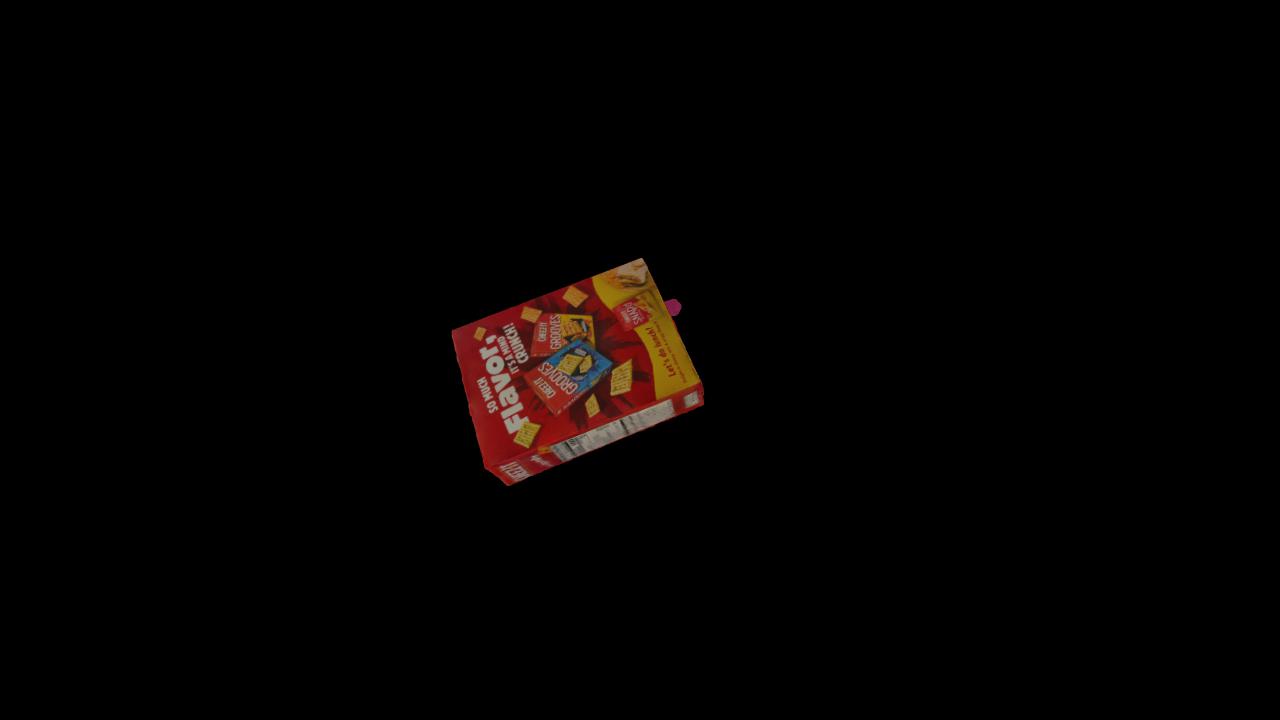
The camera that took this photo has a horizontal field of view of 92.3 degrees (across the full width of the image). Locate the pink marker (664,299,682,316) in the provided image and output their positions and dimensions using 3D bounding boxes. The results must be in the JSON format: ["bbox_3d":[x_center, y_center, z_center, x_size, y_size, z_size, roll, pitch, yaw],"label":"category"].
[{"bbox_3d":[-0.003,-0.052,0.706,0.121,0.020,0.020,-8,-5,40],"label":"pink marker"}]

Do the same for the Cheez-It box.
[{"bbox_3d":[-0.066,0.009,0.636,0.223,0.166,0.071,-22,-28,-2],"label":"Cheez-It box"}]
